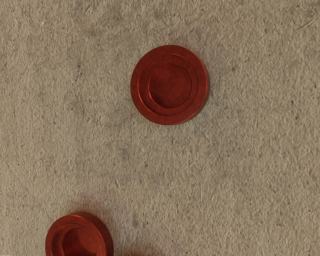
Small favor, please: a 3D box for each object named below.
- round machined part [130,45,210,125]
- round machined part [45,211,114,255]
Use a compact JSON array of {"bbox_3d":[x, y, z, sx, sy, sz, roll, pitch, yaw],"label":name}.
[{"bbox_3d":[0.016,-0.052,0.394,0.098,0.042,0.097,0,90,20],"label":"round machined part"},{"bbox_3d":[-0.109,0.166,0.438,0.098,0.042,0.097,0,90,20],"label":"round machined part"}]
